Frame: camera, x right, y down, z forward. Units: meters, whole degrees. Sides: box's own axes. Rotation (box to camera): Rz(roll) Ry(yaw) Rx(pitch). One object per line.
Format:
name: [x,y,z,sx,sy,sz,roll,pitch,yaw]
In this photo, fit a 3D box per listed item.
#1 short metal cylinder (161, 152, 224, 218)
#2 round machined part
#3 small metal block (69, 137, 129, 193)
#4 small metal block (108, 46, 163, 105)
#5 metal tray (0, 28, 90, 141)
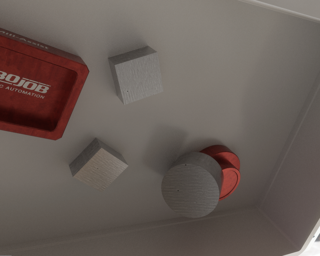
short metal cylinder: [0.048,0.080,0.443,0.079,0.080,0.050,-68,169,20]
round machined part: [0.089,0.079,0.498,0.099,0.042,0.097,-14,125,-21]
small metal block: [-0.078,0.048,0.397,0.050,0.025,0.050,-46,130,3]
small metal block: [-0.027,-0.061,0.357,0.050,0.025,0.050,-21,127,-16]
metal tray: [-0.147,-0.044,0.298,0.131,0.030,0.089,15,110,-35]
